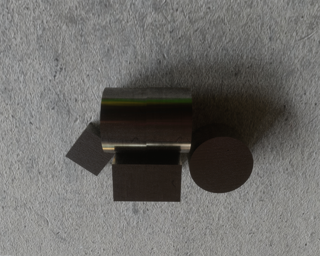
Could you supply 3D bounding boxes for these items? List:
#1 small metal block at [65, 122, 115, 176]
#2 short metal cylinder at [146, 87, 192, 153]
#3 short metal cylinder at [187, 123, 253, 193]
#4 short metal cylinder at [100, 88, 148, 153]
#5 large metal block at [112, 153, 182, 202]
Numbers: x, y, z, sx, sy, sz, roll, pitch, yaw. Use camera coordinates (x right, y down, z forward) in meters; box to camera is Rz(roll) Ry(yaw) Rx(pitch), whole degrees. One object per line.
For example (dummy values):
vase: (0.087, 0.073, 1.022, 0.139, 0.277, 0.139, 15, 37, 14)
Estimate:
small metal block: (-0.090, 0.029, 0.421, 0.050, 0.025, 0.050, 36, 106, -13)
short metal cylinder: (0.010, -0.010, 0.379, 0.050, 0.080, 0.079, 1, 110, 0)
short metal cylinder: (0.077, 0.039, 0.412, 0.081, 0.050, 0.079, 0, 110, 0)
short metal cylinder: (-0.040, -0.009, 0.378, 0.050, 0.080, 0.079, 1, 110, 0)
large metal block: (-0.015, 0.051, 0.401, 0.081, 0.080, 0.050, 1, 110, -1)
